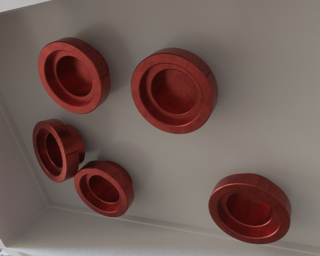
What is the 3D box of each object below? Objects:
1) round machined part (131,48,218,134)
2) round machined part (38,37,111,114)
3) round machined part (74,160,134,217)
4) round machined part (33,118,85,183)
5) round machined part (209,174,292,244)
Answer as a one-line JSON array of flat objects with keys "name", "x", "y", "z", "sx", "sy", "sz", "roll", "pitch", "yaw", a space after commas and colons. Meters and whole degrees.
[{"name": "round machined part", "x": 0.020, "y": -0.045, "z": 0.358, "sx": 0.098, "sy": 0.042, "sz": 0.097, "roll": 13, "pitch": 124, "yaw": 20}, {"name": "round machined part", "x": -0.107, "y": -0.071, "z": 0.408, "sx": 0.098, "sy": 0.042, "sz": 0.097, "roll": 13, "pitch": 124, "yaw": 20}, {"name": "round machined part", "x": -0.084, "y": 0.092, "z": 0.497, "sx": 0.098, "sy": 0.042, "sz": 0.097, "roll": 13, "pitch": 124, "yaw": 20}, {"name": "round machined part", "x": -0.154, "y": 0.032, "z": 0.483, "sx": 0.098, "sy": 0.042, "sz": 0.097, "roll": 16, "pitch": 115, "yaw": 39}, {"name": "round machined part", "x": 0.116, "y": 0.098, "z": 0.396, "sx": 0.098, "sy": 0.042, "sz": 0.097, "roll": 13, "pitch": 124, "yaw": 20}]
